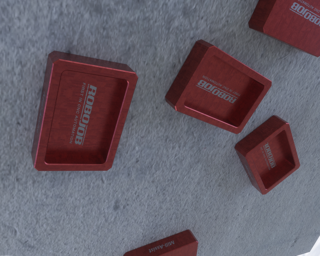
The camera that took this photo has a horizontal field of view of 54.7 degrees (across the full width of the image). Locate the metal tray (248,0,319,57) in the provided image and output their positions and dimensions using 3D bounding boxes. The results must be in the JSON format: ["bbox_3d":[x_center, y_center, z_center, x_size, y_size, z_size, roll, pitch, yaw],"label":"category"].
[{"bbox_3d":[0.190,-0.156,0.413,0.131,0.030,0.089,9,114,-33],"label":"metal tray"}]

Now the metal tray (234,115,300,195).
[{"bbox_3d":[0.191,0.050,0.542,0.090,0.030,0.130,-37,130,-4],"label":"metal tray"}]

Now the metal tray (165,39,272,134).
[{"bbox_3d":[0.082,-0.050,0.419,0.131,0.030,0.090,19,108,-36],"label":"metal tray"}]

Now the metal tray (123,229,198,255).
[{"bbox_3d":[0.002,0.243,0.558,0.131,0.030,0.089,-12,124,-22],"label":"metal tray"}]

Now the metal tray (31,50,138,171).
[{"bbox_3d":[-0.086,-0.013,0.349,0.091,0.030,0.129,5,116,-31],"label":"metal tray"}]
